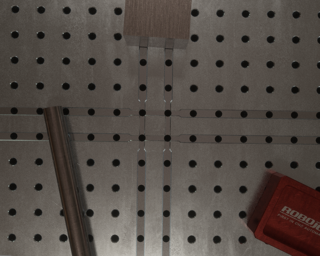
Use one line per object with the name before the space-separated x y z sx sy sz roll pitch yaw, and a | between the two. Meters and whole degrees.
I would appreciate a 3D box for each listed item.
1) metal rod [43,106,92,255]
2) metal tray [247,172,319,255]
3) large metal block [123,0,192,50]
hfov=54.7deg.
metal rod | -0.113 0.119 0.411 0.025 0.025 0.298 -11 90 0
metal tray | 0.197 0.128 0.413 0.131 0.030 0.090 26 90 -1
large metal block | -0.002 -0.150 0.401 0.081 0.050 0.079 4 90 -1
